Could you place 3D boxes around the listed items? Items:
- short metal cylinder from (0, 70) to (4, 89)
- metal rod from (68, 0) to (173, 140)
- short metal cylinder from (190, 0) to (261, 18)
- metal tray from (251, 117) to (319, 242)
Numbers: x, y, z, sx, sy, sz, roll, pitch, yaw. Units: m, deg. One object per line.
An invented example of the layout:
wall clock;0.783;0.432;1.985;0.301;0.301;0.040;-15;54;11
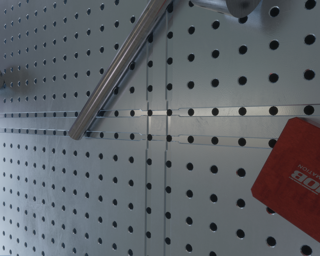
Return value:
short metal cylinder;-0.413;-0.110;0.715;0.050;0.081;0.080;-23;76;38
metal rod;-0.062;-0.091;0.460;0.298;0.025;0.025;-51;60;28
short metal cylinder;0.071;-0.159;0.315;0.050;0.081;0.079;32;110;35
metal tray;0.159;0.057;0.275;0.130;0.030;0.089;34;111;34
